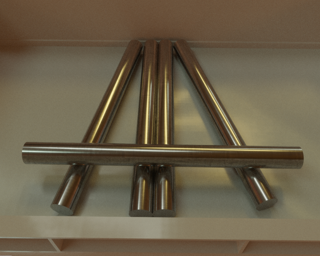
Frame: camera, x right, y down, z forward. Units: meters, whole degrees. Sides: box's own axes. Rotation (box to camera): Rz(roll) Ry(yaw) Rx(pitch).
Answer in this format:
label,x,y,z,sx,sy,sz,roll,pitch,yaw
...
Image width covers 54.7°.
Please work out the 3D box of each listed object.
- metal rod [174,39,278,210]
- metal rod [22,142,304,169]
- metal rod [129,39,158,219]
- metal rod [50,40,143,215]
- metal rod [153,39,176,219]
label,x,y,z,sx,sy,sz,roll,pitch,yaw
metal rod,0.075,-0.028,0.427,0.025,0.025,0.300,-12,51,-10
metal rod,0.003,0.030,0.344,0.302,0.025,0.025,1,50,1
metal rod,-0.017,-0.023,0.423,0.025,0.025,0.300,1,50,1
metal rod,-0.073,-0.025,0.424,0.025,0.025,0.300,10,51,8
metal rod,0.007,-0.024,0.423,0.025,0.025,0.300,1,50,1
